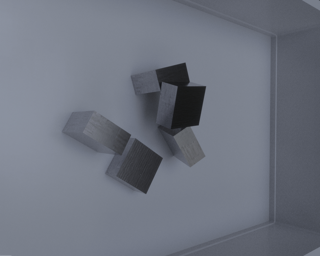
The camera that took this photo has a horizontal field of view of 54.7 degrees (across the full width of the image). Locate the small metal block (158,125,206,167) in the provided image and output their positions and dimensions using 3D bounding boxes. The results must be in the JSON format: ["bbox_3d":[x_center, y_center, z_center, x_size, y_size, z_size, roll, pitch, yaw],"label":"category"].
[{"bbox_3d":[0.028,0.018,0.410,0.025,0.050,0.050,-34,113,-13],"label":"small metal block"}]

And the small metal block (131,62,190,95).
[{"bbox_3d":[0.000,-0.062,0.390,0.050,0.050,0.025,-22,104,-38],"label":"small metal block"}]

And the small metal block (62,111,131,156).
[{"bbox_3d":[-0.068,0.006,0.333,0.050,0.050,0.025,36,68,-34],"label":"small metal block"}]

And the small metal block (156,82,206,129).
[{"bbox_3d":[0.025,-0.028,0.371,0.050,0.025,0.050,-8,113,-43],"label":"small metal block"}]

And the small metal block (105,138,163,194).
[{"bbox_3d":[-0.031,0.046,0.381,0.050,0.025,0.050,39,66,-33],"label":"small metal block"}]
